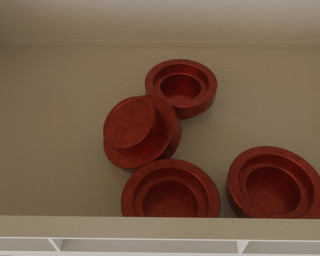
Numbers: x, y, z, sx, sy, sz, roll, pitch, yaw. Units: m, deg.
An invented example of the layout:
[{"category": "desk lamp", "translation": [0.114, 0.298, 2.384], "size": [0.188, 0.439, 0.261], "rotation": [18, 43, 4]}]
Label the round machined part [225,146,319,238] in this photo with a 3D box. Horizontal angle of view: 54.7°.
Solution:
[{"category": "round machined part", "translation": [0.120, 0.071, 0.335], "size": [0.099, 0.042, 0.098], "rotation": [0, 50, 0]}]

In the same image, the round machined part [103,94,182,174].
[{"category": "round machined part", "translation": [-0.027, 0.002, 0.366], "size": [0.098, 0.042, 0.098], "rotation": [-14, 57, 23]}]

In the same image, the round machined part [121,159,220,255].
[{"category": "round machined part", "translation": [0.011, 0.084, 0.323], "size": [0.099, 0.042, 0.098], "rotation": [0, 50, 0]}]

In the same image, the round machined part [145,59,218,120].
[{"category": "round machined part", "translation": [0.029, -0.050, 0.436], "size": [0.099, 0.042, 0.098], "rotation": [0, 50, 0]}]
